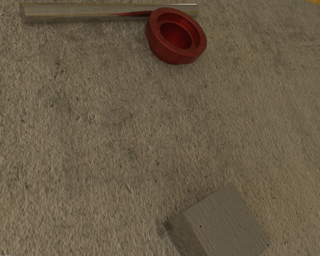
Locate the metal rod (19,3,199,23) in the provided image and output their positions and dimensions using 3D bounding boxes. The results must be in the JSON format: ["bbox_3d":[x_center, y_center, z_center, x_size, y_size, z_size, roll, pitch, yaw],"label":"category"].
[{"bbox_3d":[-0.057,-0.181,0.483,0.302,0.025,0.025,-16,70,-34],"label":"metal rod"}]

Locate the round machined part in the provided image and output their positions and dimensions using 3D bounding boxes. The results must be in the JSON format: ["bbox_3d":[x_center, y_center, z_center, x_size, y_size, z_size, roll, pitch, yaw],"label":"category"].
[{"bbox_3d":[0.021,-0.139,0.489,0.099,0.042,0.098,14,56,-21],"label":"round machined part"}]

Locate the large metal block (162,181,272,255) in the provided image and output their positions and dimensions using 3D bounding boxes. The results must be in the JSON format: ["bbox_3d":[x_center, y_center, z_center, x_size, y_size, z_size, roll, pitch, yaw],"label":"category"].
[{"bbox_3d":[0.063,0.119,0.349,0.081,0.050,0.080,-21,73,-36],"label":"large metal block"}]
